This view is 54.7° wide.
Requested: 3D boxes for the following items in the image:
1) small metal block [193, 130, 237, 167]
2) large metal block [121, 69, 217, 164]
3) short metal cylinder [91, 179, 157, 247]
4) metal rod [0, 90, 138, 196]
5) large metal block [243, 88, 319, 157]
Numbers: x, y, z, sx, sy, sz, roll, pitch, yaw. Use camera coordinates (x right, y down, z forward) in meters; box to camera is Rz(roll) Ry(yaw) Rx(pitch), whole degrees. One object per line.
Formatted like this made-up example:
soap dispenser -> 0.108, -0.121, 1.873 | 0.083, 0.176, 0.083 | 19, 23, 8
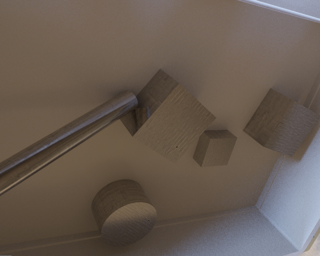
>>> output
small metal block -> 0.084, 0.031, 0.476 | 0.050, 0.025, 0.050 | -1, 119, -29
large metal block -> 0.010, -0.013, 0.391 | 0.080, 0.050, 0.080 | -49, 129, 6
short metal cylinder -> -0.051, 0.120, 0.441 | 0.081, 0.050, 0.079 | -14, 125, -21
metal rod -> -0.130, 0.038, 0.279 | 0.302, 0.025, 0.025 | -37, 135, -38
large metal block -> 0.196, -0.007, 0.498 | 0.081, 0.050, 0.080 | 18, 109, -36
